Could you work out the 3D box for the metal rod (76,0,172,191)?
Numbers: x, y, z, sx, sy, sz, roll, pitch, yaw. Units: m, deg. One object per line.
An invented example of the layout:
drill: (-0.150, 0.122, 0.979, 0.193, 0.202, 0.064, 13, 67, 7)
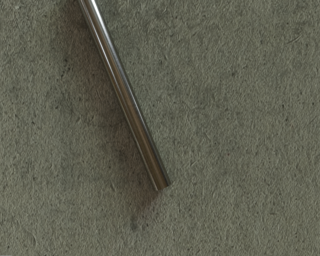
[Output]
metal rod: (-0.053, -0.060, 0.409, 0.025, 0.025, 0.299, -22, 90, 0)
